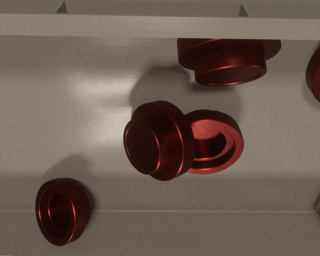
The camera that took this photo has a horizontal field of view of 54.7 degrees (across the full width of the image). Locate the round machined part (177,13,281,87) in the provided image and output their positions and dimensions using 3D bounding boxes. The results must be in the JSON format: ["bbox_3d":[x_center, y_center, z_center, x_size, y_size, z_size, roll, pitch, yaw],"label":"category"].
[{"bbox_3d":[0.067,-0.070,0.305,0.099,0.042,0.098,-4,173,0],"label":"round machined part"}]

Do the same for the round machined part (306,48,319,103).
[{"bbox_3d":[0.224,-0.060,0.351,0.099,0.042,0.097,-1,130,0],"label":"round machined part"}]

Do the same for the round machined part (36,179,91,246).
[{"bbox_3d":[-0.146,0.127,0.481,0.098,0.098,0.042,-42,158,29],"label":"round machined part"}]

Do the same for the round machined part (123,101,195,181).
[{"bbox_3d":[-0.008,0.018,0.374,0.042,0.098,0.097,-17,143,-40],"label":"round machined part"}]

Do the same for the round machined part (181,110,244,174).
[{"bbox_3d":[0.057,0.014,0.411,0.099,0.042,0.097,-1,130,0],"label":"round machined part"}]
